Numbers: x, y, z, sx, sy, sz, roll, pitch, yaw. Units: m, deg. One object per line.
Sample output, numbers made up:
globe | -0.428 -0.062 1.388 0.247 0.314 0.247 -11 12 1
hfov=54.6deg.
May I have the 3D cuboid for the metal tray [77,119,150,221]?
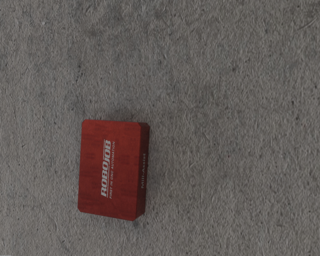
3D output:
metal tray | -0.065 0.055 0.430 0.090 0.030 0.129 4 91 20
